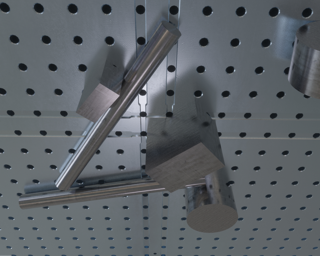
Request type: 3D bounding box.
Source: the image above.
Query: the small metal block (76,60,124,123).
[{"bbox_3d":[-0.069,-0.042,0.359,0.025,0.050,0.050,32,123,-24],"label":"small metal block"}]

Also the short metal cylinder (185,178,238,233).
[{"bbox_3d":[0.082,0.127,0.504,0.081,0.050,0.079,0,130,0],"label":"short metal cylinder"}]

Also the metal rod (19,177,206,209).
[{"bbox_3d":[-0.079,0.099,0.495,0.301,0.025,0.025,-9,130,7],"label":"metal rod"}]

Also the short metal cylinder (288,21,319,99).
[{"bbox_3d":[0.178,-0.071,0.317,0.080,0.080,0.050,-4,130,3],"label":"short metal cylinder"}]

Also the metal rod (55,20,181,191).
[{"bbox_3d":[-0.070,-0.008,0.403,0.025,0.025,0.298,26,125,-21],"label":"metal rod"}]

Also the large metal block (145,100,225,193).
[{"bbox_3d":[0.029,0.023,0.396,0.080,0.080,0.050,-32,124,24],"label":"large metal block"}]
